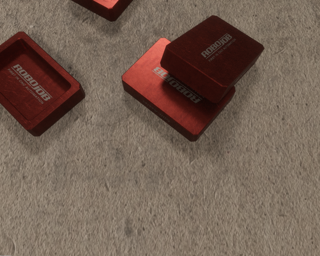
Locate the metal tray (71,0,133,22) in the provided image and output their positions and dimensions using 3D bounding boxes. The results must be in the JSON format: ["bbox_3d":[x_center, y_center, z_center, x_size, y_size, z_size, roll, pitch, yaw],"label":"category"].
[{"bbox_3d":[-0.075,-0.241,0.492,0.090,0.030,0.130,31,73,10],"label":"metal tray"}]

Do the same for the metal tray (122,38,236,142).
[{"bbox_3d":[0.024,-0.055,0.426,0.130,0.030,0.090,38,74,12],"label":"metal tray"}]

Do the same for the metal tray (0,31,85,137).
[{"bbox_3d":[-0.180,-0.063,0.425,0.130,0.030,0.090,42,75,13],"label":"metal tray"}]

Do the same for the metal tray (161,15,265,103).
[{"bbox_3d":[0.073,-0.097,0.415,0.090,0.030,0.131,37,50,11],"label":"metal tray"}]
